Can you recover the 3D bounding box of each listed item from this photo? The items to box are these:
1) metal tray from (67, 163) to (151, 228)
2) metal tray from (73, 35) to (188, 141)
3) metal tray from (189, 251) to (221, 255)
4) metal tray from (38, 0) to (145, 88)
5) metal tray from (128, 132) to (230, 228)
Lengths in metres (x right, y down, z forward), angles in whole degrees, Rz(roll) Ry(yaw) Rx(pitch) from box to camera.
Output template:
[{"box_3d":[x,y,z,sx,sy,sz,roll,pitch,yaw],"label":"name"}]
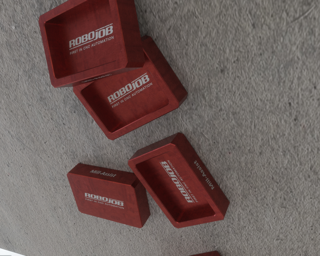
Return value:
[{"box_3d":[-0.086,0.112,0.518,0.130,0.030,0.089,6,121,25],"label":"metal tray"},{"box_3d":[-0.041,-0.046,0.396,0.130,0.030,0.090,-25,105,37],"label":"metal tray"},{"box_3d":[0.039,0.253,0.500,0.130,0.090,0.030,-30,102,38],"label":"metal tray"},{"box_3d":[-0.083,-0.102,0.358,0.130,0.030,0.089,-7,95,37],"label":"metal tray"},{"box_3d":[0.026,0.078,0.437,0.090,0.030,0.130,-26,105,37],"label":"metal tray"}]
